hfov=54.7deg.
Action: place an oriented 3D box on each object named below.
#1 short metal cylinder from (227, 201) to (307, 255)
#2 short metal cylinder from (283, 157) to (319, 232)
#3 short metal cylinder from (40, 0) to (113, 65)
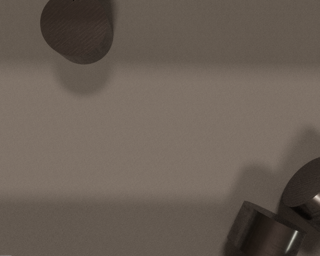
[{"bbox_3d":[0.132,0.133,0.386,0.080,0.080,0.050,25,90,-1],"label":"short metal cylinder"},{"bbox_3d":[0.203,0.082,0.387,0.050,0.080,0.080,40,90,-1],"label":"short metal cylinder"},{"bbox_3d":[-0.104,-0.126,0.397,0.081,0.050,0.079,0,90,-1],"label":"short metal cylinder"}]
